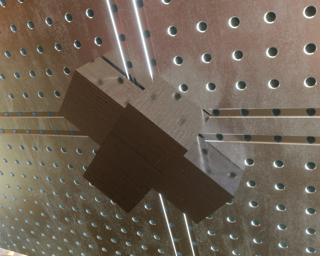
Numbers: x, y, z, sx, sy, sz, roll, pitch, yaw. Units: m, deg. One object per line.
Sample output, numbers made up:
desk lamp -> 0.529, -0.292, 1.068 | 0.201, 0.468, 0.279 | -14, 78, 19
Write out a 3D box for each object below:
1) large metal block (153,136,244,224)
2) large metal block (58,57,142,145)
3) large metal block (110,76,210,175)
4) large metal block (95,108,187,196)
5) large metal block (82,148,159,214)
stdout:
large metal block -> 0.048, 0.068, 0.411 | 0.080, 0.050, 0.080 | 39, 130, 1
large metal block -> -0.077, -0.032, 0.410 | 0.080, 0.050, 0.080 | 38, 130, 2
large metal block -> 0.003, -0.005, 0.370 | 0.080, 0.080, 0.050 | 39, 129, 1
large metal block -> -0.021, 0.025, 0.402 | 0.080, 0.080, 0.050 | 39, 129, 1
large metal block -> -0.045, 0.056, 0.433 | 0.080, 0.080, 0.050 | 39, 129, 1
